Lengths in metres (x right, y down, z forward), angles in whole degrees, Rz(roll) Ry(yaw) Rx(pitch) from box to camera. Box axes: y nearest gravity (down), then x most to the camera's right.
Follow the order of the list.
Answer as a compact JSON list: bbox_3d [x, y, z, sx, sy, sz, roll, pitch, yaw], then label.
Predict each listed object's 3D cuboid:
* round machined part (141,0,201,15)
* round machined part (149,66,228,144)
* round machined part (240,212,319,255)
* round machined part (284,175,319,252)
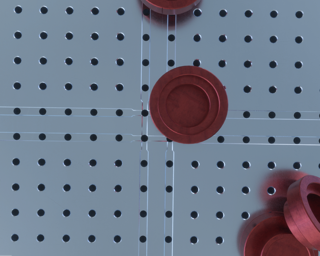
[{"bbox_3d":[0.014,-0.196,0.405,0.099,0.042,0.097,0,90,0],"label":"round machined part"},{"bbox_3d":[0.036,-0.029,0.405,0.099,0.042,0.097,0,90,0],"label":"round machined part"},{"bbox_3d":[0.159,0.164,0.406,0.099,0.042,0.097,0,90,0],"label":"round machined part"},{"bbox_3d":[0.196,0.112,0.388,0.098,0.098,0.042,40,131,0],"label":"round machined part"}]
